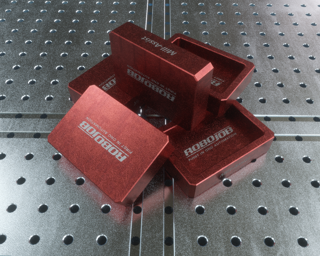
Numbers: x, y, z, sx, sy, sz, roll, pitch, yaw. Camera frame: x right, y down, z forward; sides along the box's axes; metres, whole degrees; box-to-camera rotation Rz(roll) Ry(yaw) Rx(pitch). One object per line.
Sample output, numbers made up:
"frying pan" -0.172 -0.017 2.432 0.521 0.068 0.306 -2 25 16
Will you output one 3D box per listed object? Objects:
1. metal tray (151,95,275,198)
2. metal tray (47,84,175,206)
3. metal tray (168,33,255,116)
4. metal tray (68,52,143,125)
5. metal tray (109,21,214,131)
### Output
"metal tray" 0.064 0.017 0.389 0.131 0.030 0.090 -27 55 -21
"metal tray" -0.059 0.017 0.365 0.130 0.030 0.090 35 83 25
"metal tray" 0.052 -0.079 0.432 0.130 0.030 0.090 29 56 22
"metal tray" -0.056 -0.068 0.460 0.090 0.030 0.131 32 56 23
"metal tray" -0.002 -0.063 0.378 0.130 0.089 0.030 33 58 24
